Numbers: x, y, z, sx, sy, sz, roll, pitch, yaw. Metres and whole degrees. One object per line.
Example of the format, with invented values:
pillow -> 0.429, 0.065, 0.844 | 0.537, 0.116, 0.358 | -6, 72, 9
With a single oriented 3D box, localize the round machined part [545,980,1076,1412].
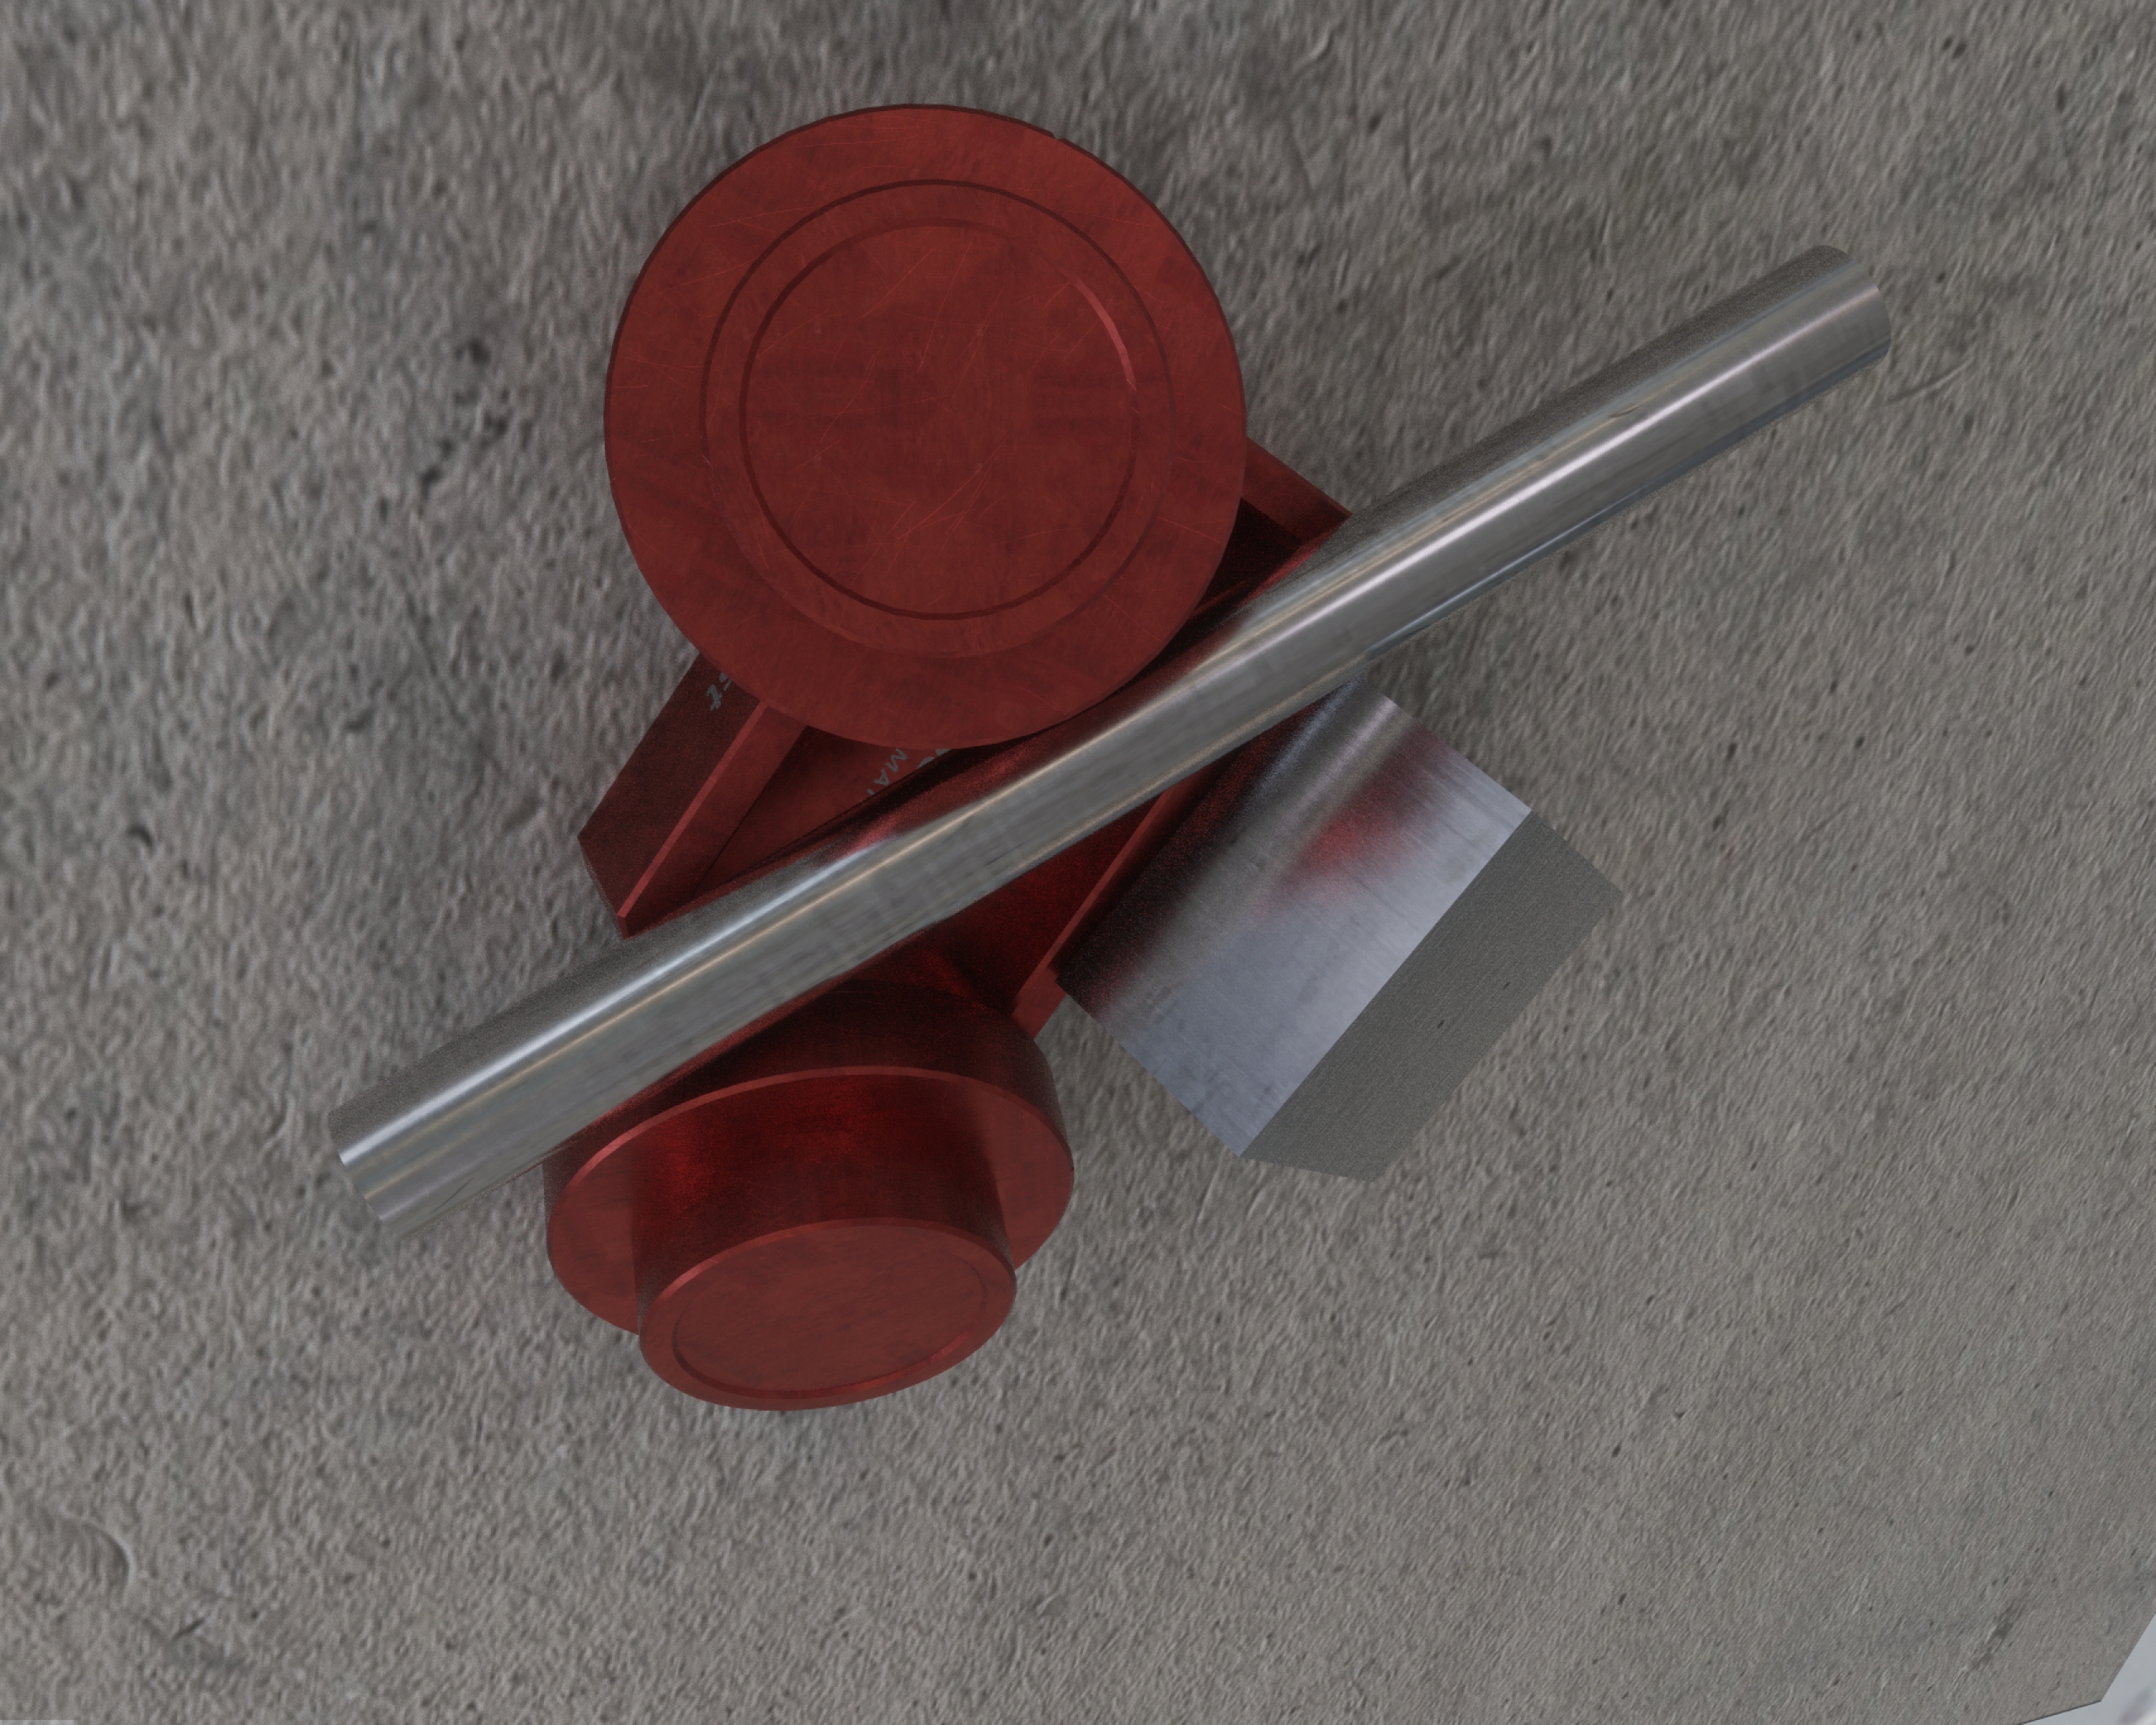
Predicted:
round machined part -> -0.048, 0.068, 0.391 | 0.099, 0.042, 0.097 | -9, 140, -7

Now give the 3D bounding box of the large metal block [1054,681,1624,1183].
large metal block -> 0.054, 0.014, 0.412 | 0.080, 0.050, 0.080 | -51, 153, 7

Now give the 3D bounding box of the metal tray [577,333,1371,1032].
metal tray -> -0.017, -0.029, 0.378 | 0.090, 0.030, 0.130 | 27, 103, -38

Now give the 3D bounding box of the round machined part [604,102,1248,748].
round machined part -> -0.022, -0.066, 0.318 | 0.099, 0.042, 0.097 | -1, 97, -8

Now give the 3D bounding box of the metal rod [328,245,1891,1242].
metal rod -> 0.013, -0.026, 0.362 | 0.301, 0.025, 0.025 | -31, 129, -9
